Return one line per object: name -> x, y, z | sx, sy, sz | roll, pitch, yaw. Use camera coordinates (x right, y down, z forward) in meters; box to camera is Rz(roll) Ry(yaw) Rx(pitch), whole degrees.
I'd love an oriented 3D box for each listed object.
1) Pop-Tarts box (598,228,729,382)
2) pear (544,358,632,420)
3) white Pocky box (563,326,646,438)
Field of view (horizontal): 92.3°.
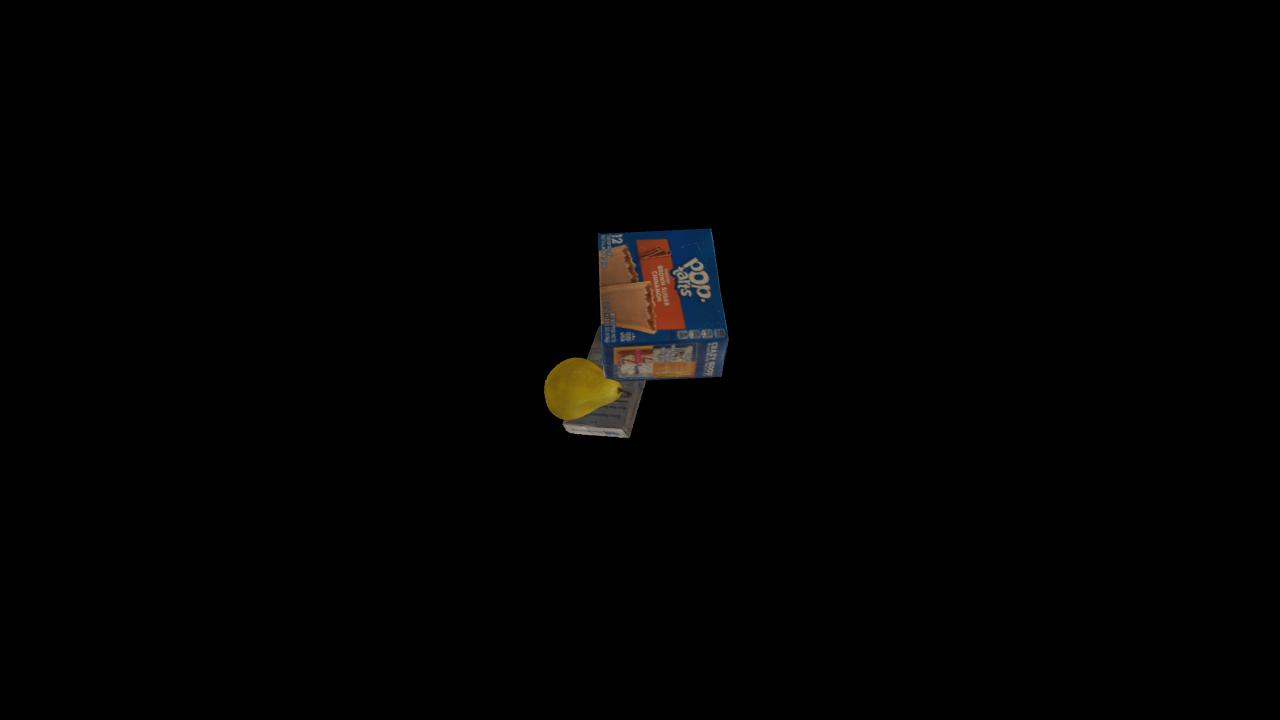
Pop-Tarts box -> 0.023, -0.067, 0.735 | 0.141, 0.167, 0.083 | -2, -32, -2
pear -> -0.057, 0.032, 0.737 | 0.111, 0.080, 0.080 | -8, -3, 21
white Pocky box -> -0.034, 0.022, 0.766 | 0.084, 0.154, 0.028 | 1, -35, 24
